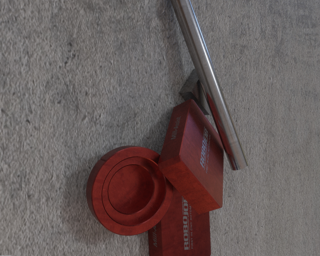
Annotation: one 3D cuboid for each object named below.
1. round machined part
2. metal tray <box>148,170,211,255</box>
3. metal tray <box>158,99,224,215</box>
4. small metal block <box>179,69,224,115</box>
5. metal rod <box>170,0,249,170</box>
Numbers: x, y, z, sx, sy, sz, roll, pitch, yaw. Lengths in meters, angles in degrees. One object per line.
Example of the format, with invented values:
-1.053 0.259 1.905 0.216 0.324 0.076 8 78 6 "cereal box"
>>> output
-0.037 0.069 0.357 0.099 0.042 0.097 -1 91 -29 "round machined part"
0.027 0.126 0.427 0.091 0.030 0.129 -5 93 -40 "metal tray"
0.046 0.032 0.398 0.090 0.030 0.130 51 30 -23 "metal tray"
0.062 -0.054 0.459 0.050 0.025 0.050 47 62 -30 "small metal block"
0.061 -0.084 0.427 0.025 0.025 0.298 -25 96 -38 "metal rod"
